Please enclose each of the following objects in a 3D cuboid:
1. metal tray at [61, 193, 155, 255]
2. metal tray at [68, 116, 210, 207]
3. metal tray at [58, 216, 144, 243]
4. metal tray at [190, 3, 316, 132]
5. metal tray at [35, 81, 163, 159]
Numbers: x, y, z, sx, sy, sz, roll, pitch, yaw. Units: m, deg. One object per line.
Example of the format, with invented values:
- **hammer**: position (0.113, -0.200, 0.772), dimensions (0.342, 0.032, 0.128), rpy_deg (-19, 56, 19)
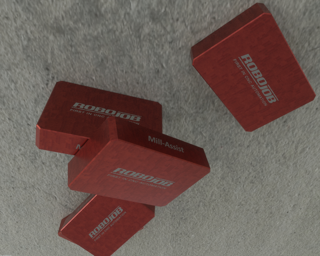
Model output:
- **metal tray**: position (-0.082, 0.143, 0.493), dimensions (0.090, 0.030, 0.130), rpy_deg (41, 107, -14)
- **metal tray**: position (-0.021, 0.043, 0.339), dimensions (0.131, 0.030, 0.090), rpy_deg (21, 129, -35)
- **metal tray**: position (-0.103, 0.169, 0.547), dimensions (0.130, 0.030, 0.090), rpy_deg (-35, 123, 25)
- **metal tray**: position (0.107, -0.061, 0.353), dimensions (0.090, 0.030, 0.130), rpy_deg (-31, 124, 23)
- **metal tray**: position (-0.064, -0.005, 0.358), dimensions (0.131, 0.090, 0.030), rpy_deg (12, 129, -11)
